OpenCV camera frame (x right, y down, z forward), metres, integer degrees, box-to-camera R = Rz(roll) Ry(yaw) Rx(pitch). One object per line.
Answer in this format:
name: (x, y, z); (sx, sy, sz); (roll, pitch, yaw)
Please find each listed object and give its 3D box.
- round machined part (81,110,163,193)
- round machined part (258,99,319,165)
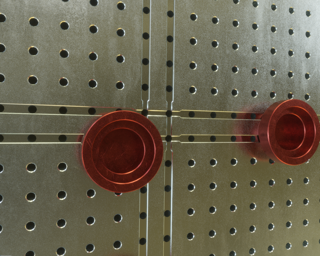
round machined part: (-0.049, 0.028, 0.385); (0.099, 0.042, 0.097); (0, 90, -20)
round machined part: (0.191, 0.006, 0.474); (0.099, 0.042, 0.097); (0, 90, -20)
